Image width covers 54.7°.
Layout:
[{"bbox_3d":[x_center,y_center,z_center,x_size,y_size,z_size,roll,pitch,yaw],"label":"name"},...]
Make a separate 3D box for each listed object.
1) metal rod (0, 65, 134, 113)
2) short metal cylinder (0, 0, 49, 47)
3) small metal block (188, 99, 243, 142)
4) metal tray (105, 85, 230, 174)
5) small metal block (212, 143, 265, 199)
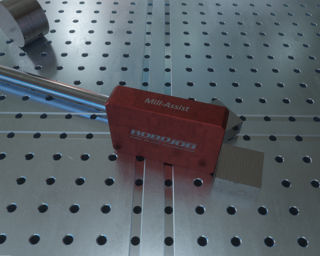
[{"bbox_3d":[-0.181,-0.065,0.459,0.301,0.025,0.025,17,52,13],"label":"metal rod"},{"bbox_3d":[-0.236,-0.185,0.524,0.080,0.080,0.050,32,57,24],"label":"short metal cylinder"},{"bbox_3d":[0.073,-0.006,0.414,0.050,0.025,0.050,-28,56,-22],"label":"small metal block"},{"bbox_3d":[0.007,0.004,0.362,0.131,0.089,0.030,13,51,10],"label":"metal tray"},{"bbox_3d":[0.093,0.050,0.367,0.050,0.025,0.050,13,51,10],"label":"small metal block"}]
